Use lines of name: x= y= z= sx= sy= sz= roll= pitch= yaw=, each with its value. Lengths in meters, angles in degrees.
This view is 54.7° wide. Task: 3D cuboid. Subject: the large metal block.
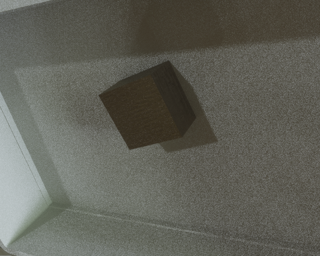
large metal block: x=-0.014 y=-0.026 z=0.382 sx=0.080 sy=0.050 sz=0.080 roll=-15 pitch=111 yaw=34
